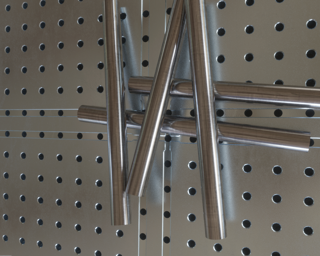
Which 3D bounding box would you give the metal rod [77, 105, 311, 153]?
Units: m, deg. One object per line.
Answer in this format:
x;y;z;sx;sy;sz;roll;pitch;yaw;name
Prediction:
0.028;-0.002;0.401;0.301;0.025;0.025;8;93;19;metal rod

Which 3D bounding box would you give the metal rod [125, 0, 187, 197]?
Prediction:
0.006;-0.065;0.383;0.025;0.025;0.299;12;84;19;metal rod

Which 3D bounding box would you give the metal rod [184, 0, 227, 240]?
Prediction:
0.053;-0.022;0.365;0.025;0.025;0.298;-5;88;19;metal rod

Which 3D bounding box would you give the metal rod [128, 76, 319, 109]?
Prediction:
0.103;-0.043;0.375;0.301;0.025;0.025;7;92;19;metal rod

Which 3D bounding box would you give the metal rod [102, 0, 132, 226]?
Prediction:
-0.058;-0.029;0.406;0.025;0.025;0.298;-9;78;19;metal rod
